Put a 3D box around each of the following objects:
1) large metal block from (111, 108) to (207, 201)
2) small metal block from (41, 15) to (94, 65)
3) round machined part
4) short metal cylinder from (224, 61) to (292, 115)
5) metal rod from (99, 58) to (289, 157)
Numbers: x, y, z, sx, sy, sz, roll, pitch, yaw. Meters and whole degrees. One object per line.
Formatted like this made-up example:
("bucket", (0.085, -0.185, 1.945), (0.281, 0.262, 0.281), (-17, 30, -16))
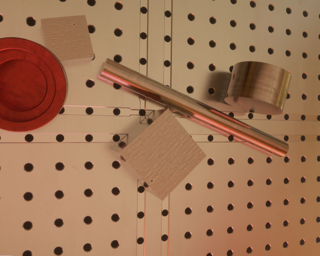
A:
("large metal block", (-0.002, 0.032, 0.400), (0.080, 0.050, 0.080), (-43, 104, -15))
("small metal block", (-0.111, -0.105, 0.372), (0.050, 0.025, 0.050), (-13, 95, -20))
("round machined part", (-0.152, -0.047, 0.340), (0.099, 0.042, 0.097), (-2, 102, -10))
("short metal cylinder", (0.137, -0.054, 0.436), (0.081, 0.080, 0.050), (18, 84, -20))
("metal rod", (0.061, -0.021, 0.436), (0.302, 0.025, 0.025), (23, 82, -19))
